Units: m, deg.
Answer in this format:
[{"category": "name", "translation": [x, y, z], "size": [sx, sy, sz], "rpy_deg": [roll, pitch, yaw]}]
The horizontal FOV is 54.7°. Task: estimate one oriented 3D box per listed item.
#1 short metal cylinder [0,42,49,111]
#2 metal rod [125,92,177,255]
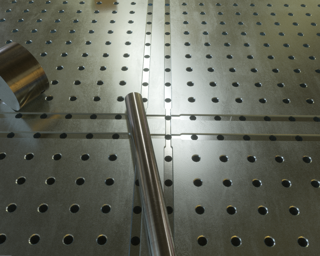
[{"category": "short metal cylinder", "translation": [-0.202, -0.071, 0.429], "size": [0.080, 0.080, 0.050], "rpy_deg": [30, 56, 22]}, {"category": "metal rod", "translation": [-0.009, 0.071, 0.347], "size": [0.025, 0.025, 0.300], "rpy_deg": [-8, 51, -7]}]
